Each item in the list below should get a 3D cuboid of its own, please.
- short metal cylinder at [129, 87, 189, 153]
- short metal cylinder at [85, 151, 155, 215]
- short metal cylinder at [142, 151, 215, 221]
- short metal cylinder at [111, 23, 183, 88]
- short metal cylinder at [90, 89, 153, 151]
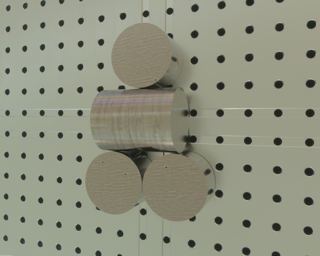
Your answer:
[{"bbox_3d":[0.001,-0.010,0.383,0.050,0.080,0.079,0,90,20],"label":"short metal cylinder"},{"bbox_3d":[-0.051,0.070,0.415,0.080,0.050,0.079,0,90,19],"label":"short metal cylinder"},{"bbox_3d":[0.025,0.070,0.388,0.080,0.050,0.079,0,90,19],"label":"short metal cylinder"},{"bbox_3d":[-0.015,-0.089,0.404,0.080,0.050,0.079,0,90,19],"label":"short metal cylinder"},{"bbox_3d":[-0.046,-0.010,0.399,0.050,0.080,0.079,0,90,20],"label":"short metal cylinder"}]
